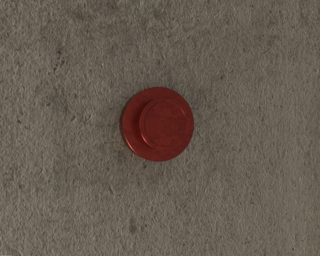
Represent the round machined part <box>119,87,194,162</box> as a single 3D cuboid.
[{"bbox_3d":[0.000,-0.005,0.402,0.099,0.042,0.097,0,90,-21],"label":"round machined part"}]
